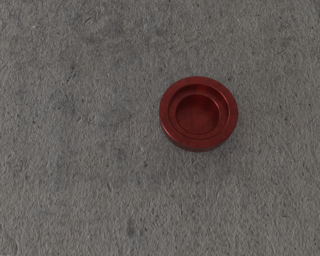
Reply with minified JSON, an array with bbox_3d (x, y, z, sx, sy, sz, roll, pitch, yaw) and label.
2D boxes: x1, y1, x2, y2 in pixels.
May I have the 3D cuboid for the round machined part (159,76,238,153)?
[{"bbox_3d":[0.048,-0.015,0.405,0.099,0.042,0.098,0,70,0],"label":"round machined part"}]
